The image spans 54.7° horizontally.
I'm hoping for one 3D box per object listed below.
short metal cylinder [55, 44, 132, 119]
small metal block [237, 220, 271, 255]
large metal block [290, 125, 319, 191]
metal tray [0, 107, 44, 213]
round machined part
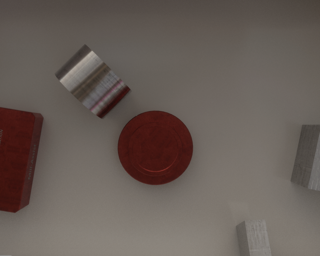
[{"bbox_3d":[-0.081,-0.056,0.383,0.080,0.080,0.050,45,90,-1],"label":"short metal cylinder"},{"bbox_3d":[0.118,0.146,0.392,0.025,0.050,0.050,-2,65,0],"label":"small metal block"},{"bbox_3d":[0.228,0.043,0.402,0.080,0.050,0.080,12,90,0],"label":"large metal block"},{"bbox_3d":[-0.213,0.037,0.406,0.091,0.030,0.129,10,90,-1],"label":"metal tray"},{"bbox_3d":[-0.006,0.026,0.403,0.099,0.042,0.097,0,90,-1],"label":"round machined part"}]
